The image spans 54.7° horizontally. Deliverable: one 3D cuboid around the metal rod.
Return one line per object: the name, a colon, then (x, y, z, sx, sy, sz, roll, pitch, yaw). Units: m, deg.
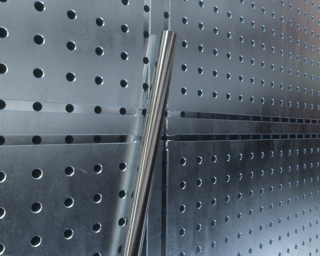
metal rod: (-0.013, 0.019, 0.400, 0.025, 0.025, 0.299, 16, 80, -39)
